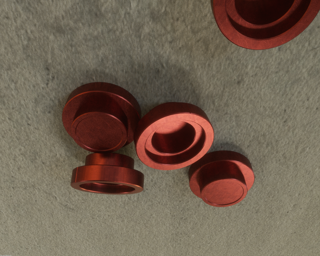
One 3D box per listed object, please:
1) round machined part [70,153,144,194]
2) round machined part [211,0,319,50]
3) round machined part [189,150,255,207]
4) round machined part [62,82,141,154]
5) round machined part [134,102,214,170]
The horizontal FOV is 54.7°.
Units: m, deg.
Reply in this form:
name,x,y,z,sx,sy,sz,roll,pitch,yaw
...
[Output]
name,x,y,z,sx,sy,sz,roll,pitch,yaw
round machined part,-0.071,0.063,0.432,0.099,0.042,0.098,2,158,1
round machined part,0.097,-0.127,0.289,0.099,0.042,0.097,-1,130,0
round machined part,0.094,0.083,0.468,0.099,0.042,0.097,-1,130,0
round machined part,-0.074,-0.006,0.390,0.099,0.042,0.097,0,130,0
round machined part,0.015,0.006,0.393,0.099,0.042,0.097,-8,133,-9
